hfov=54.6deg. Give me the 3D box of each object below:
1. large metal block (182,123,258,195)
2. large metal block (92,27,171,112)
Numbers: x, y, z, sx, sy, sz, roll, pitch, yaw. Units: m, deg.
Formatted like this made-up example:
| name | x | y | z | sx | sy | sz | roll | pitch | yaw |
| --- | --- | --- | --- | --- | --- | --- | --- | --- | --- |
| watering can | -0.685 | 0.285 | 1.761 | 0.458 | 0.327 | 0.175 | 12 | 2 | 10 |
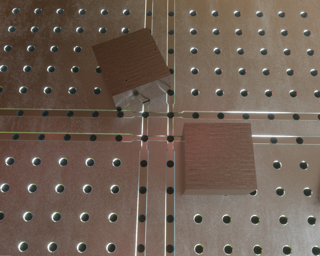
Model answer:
| name | x | y | z | sx | sy | sz | roll | pitch | yaw |
| --- | --- | --- | --- | --- | --- | --- | --- | --- | --- |
| large metal block | 0.069 | 0.040 | 0.384 | 0.080 | 0.050 | 0.080 | 0 | 70 | 0 |
| large metal block | -0.038 | -0.080 | 0.428 | 0.080 | 0.050 | 0.080 | -22 | 72 | -8 |
